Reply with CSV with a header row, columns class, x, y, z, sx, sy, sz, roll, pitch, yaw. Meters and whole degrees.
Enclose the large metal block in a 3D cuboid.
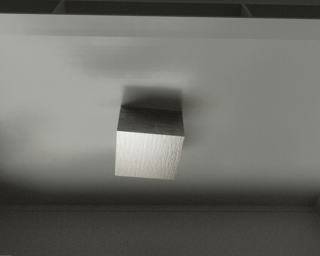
class,x,y,z,sx,sy,sz,roll,pitch,yaw
large metal block,-0.015,0.021,0.410,0.081,0.050,0.079,5,130,-5
